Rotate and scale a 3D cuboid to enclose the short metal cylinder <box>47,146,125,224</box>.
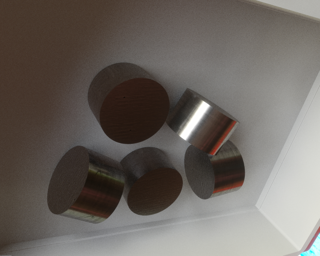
[{"bbox_3d":[-0.087,0.067,0.365,0.050,0.080,0.080,31,101,-38],"label":"short metal cylinder"}]

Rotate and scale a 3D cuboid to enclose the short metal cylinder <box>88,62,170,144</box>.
[{"bbox_3d":[-0.036,-0.029,0.354,0.081,0.050,0.079,-14,125,-21],"label":"short metal cylinder"}]

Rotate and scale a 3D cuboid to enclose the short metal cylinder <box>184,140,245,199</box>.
[{"bbox_3d":[0.077,0.059,0.451,0.050,0.080,0.079,-9,122,-24],"label":"short metal cylinder"}]

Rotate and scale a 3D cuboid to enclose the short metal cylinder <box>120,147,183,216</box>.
[{"bbox_3d":[-0.016,0.073,0.429,0.081,0.050,0.079,-14,125,-21],"label":"short metal cylinder"}]

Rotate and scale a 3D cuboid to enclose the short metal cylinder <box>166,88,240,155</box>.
[{"bbox_3d":[0.055,-0.009,0.399,0.080,0.080,0.050,24,105,-37],"label":"short metal cylinder"}]
